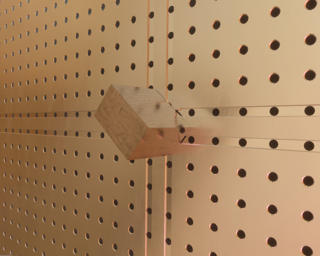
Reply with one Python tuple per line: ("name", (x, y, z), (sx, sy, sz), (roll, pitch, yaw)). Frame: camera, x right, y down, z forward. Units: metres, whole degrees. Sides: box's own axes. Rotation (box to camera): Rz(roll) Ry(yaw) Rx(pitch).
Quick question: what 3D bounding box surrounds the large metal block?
("large metal block", (-0.022, -0.008, 0.392), (0.080, 0.081, 0.050), (49, 119, 28))
